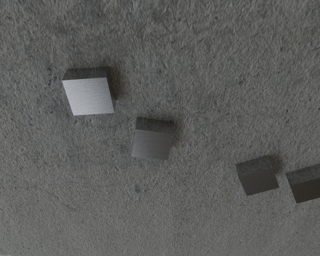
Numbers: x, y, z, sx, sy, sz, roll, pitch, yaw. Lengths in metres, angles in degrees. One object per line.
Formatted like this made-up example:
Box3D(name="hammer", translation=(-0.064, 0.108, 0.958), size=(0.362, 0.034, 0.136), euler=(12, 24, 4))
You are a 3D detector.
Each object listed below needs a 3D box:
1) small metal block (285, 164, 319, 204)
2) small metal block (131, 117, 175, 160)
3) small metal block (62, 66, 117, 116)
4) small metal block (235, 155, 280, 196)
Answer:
Box3D(name="small metal block", translation=(0.230, 0.088, 0.484), size=(0.050, 0.025, 0.050), euler=(-21, 127, 16))
Box3D(name="small metal block", translation=(-0.010, 0.015, 0.420), size=(0.050, 0.025, 0.050), euler=(7, 130, -6))
Box3D(name="small metal block", translation=(-0.082, -0.044, 0.369), size=(0.050, 0.025, 0.050), euler=(-4, 130, 3))
Box3D(name="small metal block", translation=(0.148, 0.073, 0.471), size=(0.050, 0.025, 0.050), euler=(-19, 128, 15))
